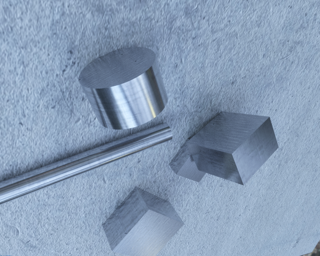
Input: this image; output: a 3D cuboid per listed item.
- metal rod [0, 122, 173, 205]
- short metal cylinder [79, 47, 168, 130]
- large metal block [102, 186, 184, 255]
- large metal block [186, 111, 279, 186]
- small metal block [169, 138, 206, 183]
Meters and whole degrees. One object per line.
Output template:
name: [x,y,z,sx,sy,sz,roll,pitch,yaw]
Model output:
metal rod: [-0.125,0.054,0.371,0.302,0.025,0.025,-20,126,-17]
short metal cylinder: [-0.037,-0.043,0.325,0.080,0.080,0.050,-27,128,-12]
large metal block: [-0.025,0.146,0.467,0.080,0.050,0.080,35,99,-39]
large metal block: [0.098,0.023,0.420,0.080,0.080,0.050,-38,118,-26]
small metal block: [0.050,0.049,0.465,0.050,0.025,0.050,25,105,-37]
